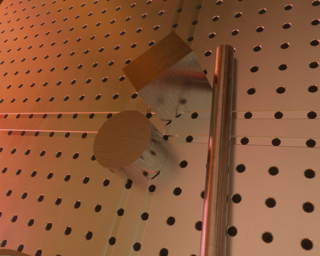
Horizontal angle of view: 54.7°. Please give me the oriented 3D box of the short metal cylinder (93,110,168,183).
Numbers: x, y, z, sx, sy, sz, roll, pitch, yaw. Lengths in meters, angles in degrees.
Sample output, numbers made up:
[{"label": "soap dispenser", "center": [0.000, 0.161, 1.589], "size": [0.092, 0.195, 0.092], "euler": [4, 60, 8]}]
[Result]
[{"label": "short metal cylinder", "center": [-0.037, 0.024, 0.395], "size": [0.080, 0.050, 0.080], "euler": [-13, 56, 20]}]

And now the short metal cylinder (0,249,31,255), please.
[{"label": "short metal cylinder", "center": [-0.157, 0.177, 0.345], "size": [0.080, 0.080, 0.050], "euler": [15, 70, 34]}]

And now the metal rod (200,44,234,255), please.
[{"label": "metal rod", "center": [0.068, 0.025, 0.356], "size": [0.025, 0.025, 0.299], "euler": [-5, 59, 25]}]

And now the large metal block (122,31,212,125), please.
[{"label": "large metal block", "center": [0.012, -0.063, 0.404], "size": [0.080, 0.080, 0.050], "euler": [-36, 51, 4]}]
